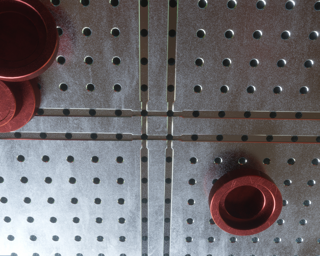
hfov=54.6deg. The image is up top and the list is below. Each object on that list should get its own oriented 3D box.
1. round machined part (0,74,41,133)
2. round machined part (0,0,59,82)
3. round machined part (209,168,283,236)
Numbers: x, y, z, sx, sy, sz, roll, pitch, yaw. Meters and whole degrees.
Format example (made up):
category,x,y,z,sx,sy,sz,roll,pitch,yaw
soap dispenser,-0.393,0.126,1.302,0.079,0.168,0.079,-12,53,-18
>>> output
category,x,y,z,sx,sy,sz,roll,pitch,yaw
round machined part,-0.207,-0.039,0.388,0.099,0.042,0.097,0,110,0
round machined part,-0.166,-0.101,0.353,0.099,0.042,0.098,1,87,-13
round machined part,0.118,0.100,0.442,0.099,0.042,0.097,0,110,0
